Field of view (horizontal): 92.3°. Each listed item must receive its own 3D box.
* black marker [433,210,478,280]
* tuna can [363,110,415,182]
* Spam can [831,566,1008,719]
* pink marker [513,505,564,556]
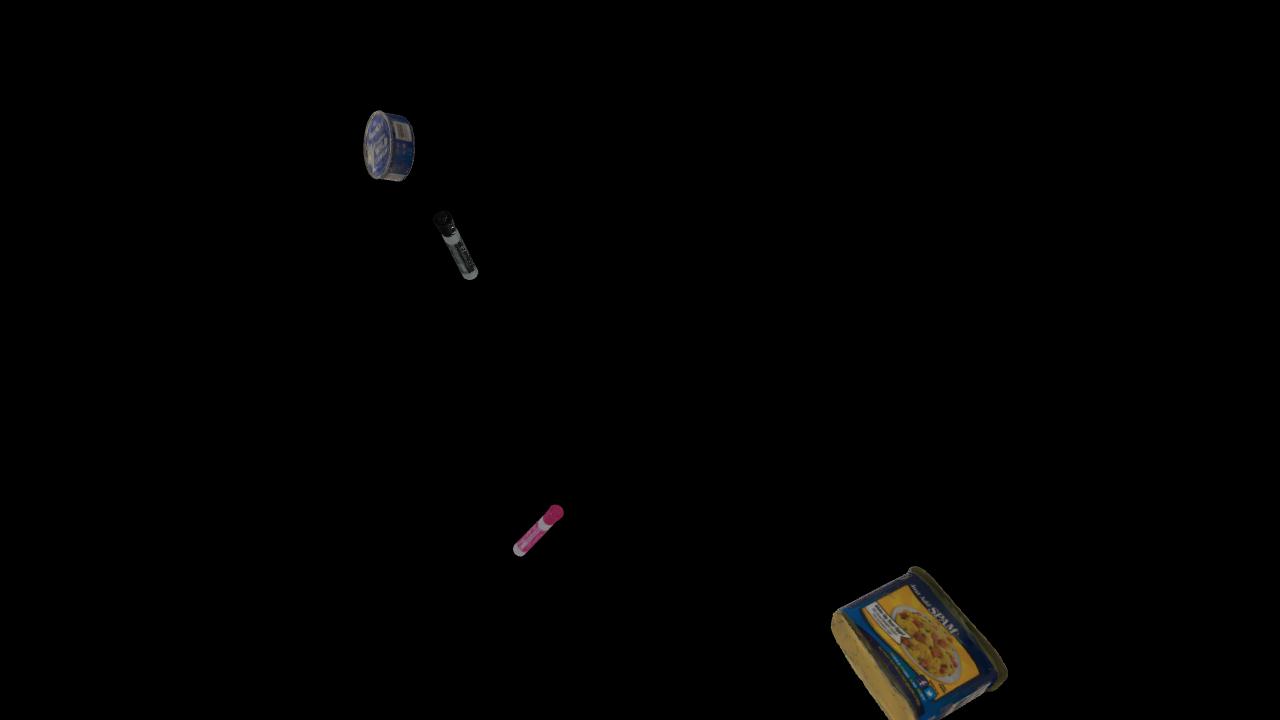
[{"bbox_3d":[-0.195,-0.121,0.655,0.020,0.020,0.121,0,-20,-1],"label":"black marker"},{"bbox_3d":[-0.324,-0.275,0.794,0.084,0.084,0.034,0,4,45],"label":"tuna can"},{"bbox_3d":[0.218,0.232,0.494,0.085,0.058,0.101,-21,44,-15],"label":"Spam can"},{"bbox_3d":[-0.126,0.211,0.763,0.020,0.020,0.121,0,-36,-39],"label":"pink marker"}]
